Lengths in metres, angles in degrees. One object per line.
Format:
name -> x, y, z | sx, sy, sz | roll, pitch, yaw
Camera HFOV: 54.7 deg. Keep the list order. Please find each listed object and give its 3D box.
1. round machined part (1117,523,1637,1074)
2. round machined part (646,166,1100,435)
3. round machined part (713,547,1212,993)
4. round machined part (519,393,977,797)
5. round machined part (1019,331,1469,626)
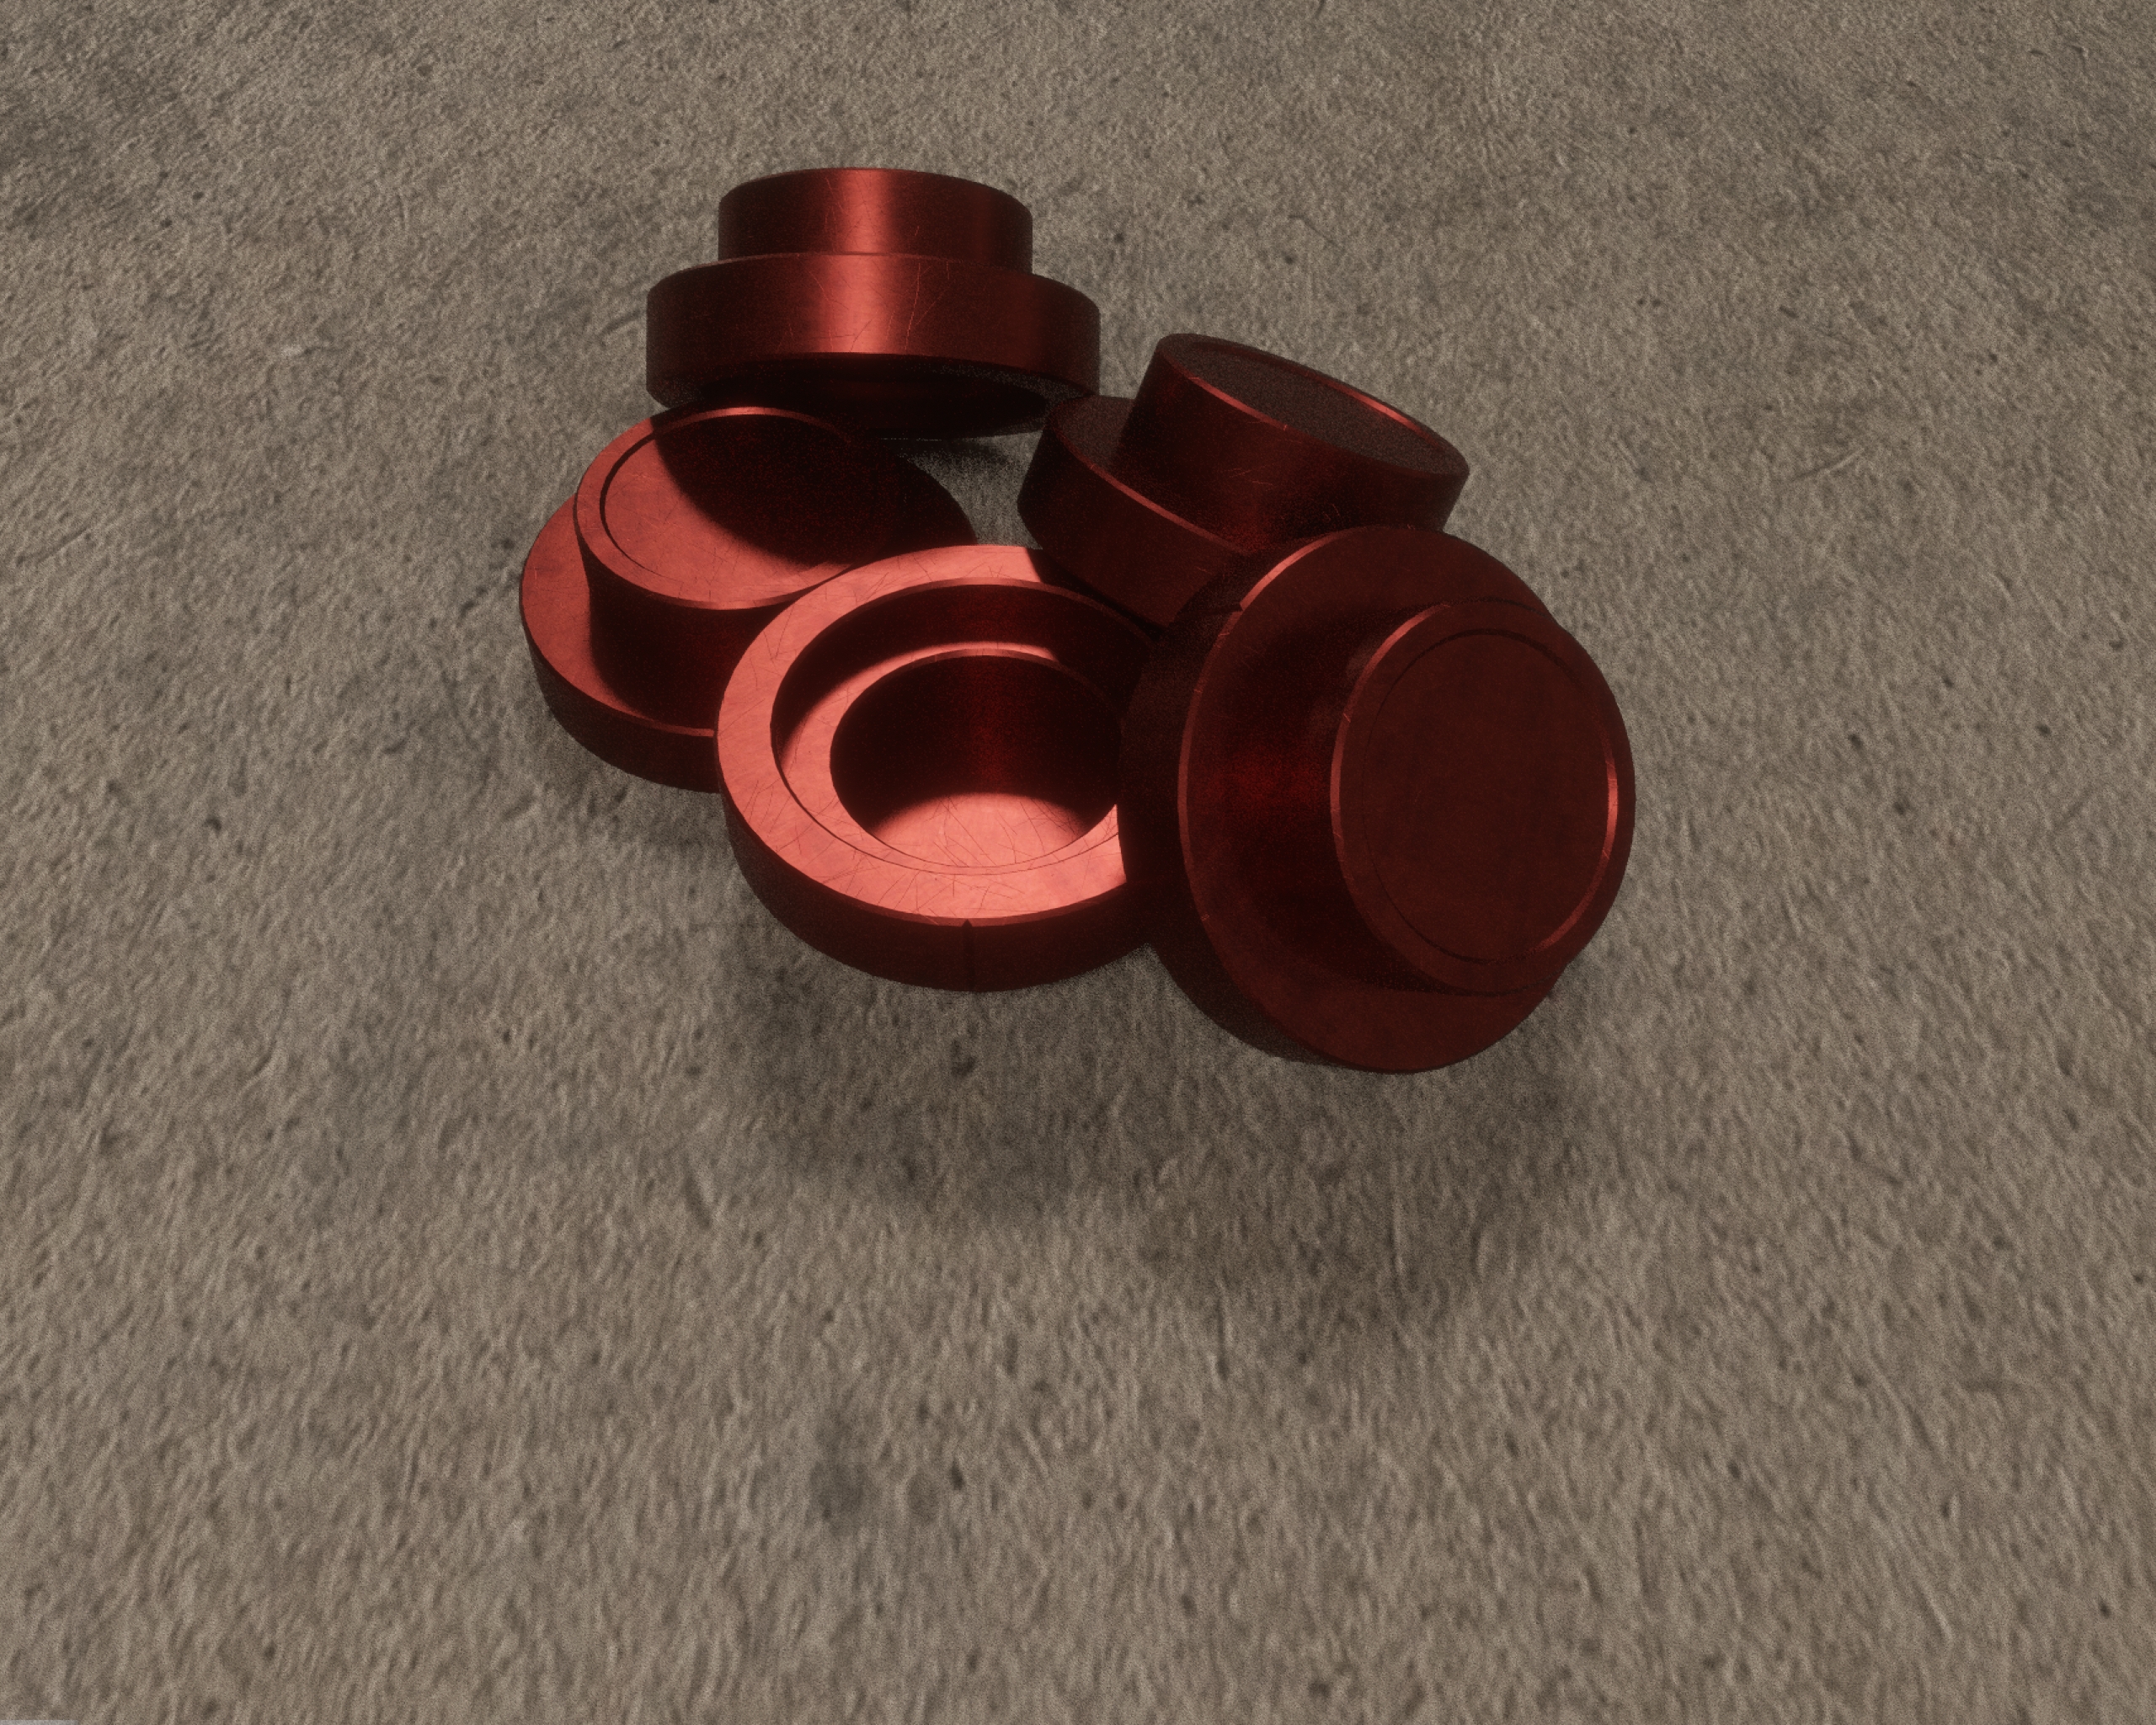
round machined part -> 0.059, -0.011, 0.368 | 0.099, 0.098, 0.042 | -36, 18, -26
round machined part -> -0.044, -0.122, 0.458 | 0.099, 0.098, 0.042 | 1, 92, 0
round machined part -> -0.018, -0.014, 0.405 | 0.099, 0.042, 0.098 | 0, 50, 0
round machined part -> -0.070, -0.063, 0.448 | 0.099, 0.042, 0.098 | 0, 50, 0
round machined part -> 0.041, -0.076, 0.430 | 0.099, 0.042, 0.098 | 19, 25, -9
